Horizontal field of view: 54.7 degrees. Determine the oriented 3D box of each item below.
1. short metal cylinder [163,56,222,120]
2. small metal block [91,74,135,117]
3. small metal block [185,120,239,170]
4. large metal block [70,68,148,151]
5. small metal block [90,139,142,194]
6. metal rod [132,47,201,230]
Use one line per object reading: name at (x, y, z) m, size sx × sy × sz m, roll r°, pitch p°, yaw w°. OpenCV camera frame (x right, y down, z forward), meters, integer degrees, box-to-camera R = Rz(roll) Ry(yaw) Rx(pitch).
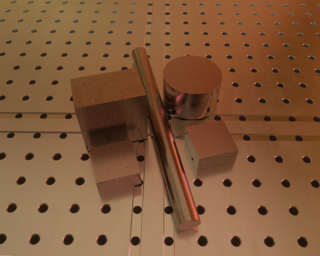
short metal cylinder at (0.044, -0.058, 0.440) m, size 0.081 × 0.050 × 0.080 m, roll 0°, pitch 50°, yaw 0°
small metal block at (-0.068, -0.048, 0.447) m, size 0.050 × 0.025 × 0.050 m, roll -13°, pitch 51°, yaw -12°
small metal block at (0.064, 0.021, 0.391) m, size 0.050 × 0.025 × 0.050 m, roll -11°, pitch 51°, yaw -10°
large metal block at (-0.061, -0.022, 0.388) m, size 0.081 × 0.080 × 0.050 m, roll -12°, pitch 51°, yaw -10°
small metal block at (-0.053, 0.045, 0.369) m, size 0.050 × 0.025 × 0.050 m, roll -12°, pitch 51°, yaw -10°
metal rod at (-0.002, -0.011, 0.416) m, size 0.025 × 0.025 × 0.300 m, roll -9°, pitch 51°, yaw -8°
